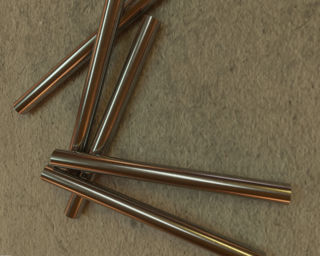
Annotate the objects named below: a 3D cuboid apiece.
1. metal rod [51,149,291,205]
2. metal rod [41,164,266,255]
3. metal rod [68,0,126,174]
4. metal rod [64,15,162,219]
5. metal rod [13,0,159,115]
[{"bbox_3d":[0.003,0.059,0.391,0.301,0.025,0.025,7,93,13],"label":"metal rod"},{"bbox_3d":[-0.018,0.110,0.398,0.301,0.025,0.025,19,97,12],"label":"metal rod"},{"bbox_3d":[-0.087,-0.070,0.420,0.025,0.025,0.298,22,104,18],"label":"metal rod"},{"bbox_3d":[-0.069,-0.010,0.432,0.025,0.025,0.298,26,98,18],"label":"metal rod"},{"bbox_3d":[-0.101,-0.115,0.443,0.300,0.025,0.025,-36,79,16],"label":"metal rod"}]
